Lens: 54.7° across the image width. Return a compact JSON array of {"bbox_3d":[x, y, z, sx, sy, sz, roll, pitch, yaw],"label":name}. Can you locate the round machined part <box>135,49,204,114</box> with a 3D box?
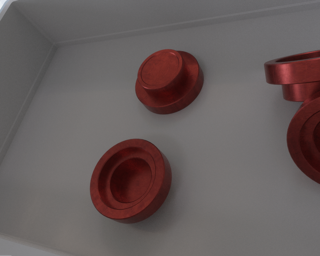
[{"bbox_3d":[0.008,-0.071,0.435,0.098,0.042,0.098,-13,56,21],"label":"round machined part"}]

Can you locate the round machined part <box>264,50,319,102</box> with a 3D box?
[{"bbox_3d":[0.162,-0.055,0.322,0.099,0.042,0.098,-12,13,3],"label":"round machined part"}]

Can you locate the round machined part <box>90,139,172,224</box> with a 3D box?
[{"bbox_3d":[-0.031,0.065,0.371,0.098,0.042,0.098,-13,56,21],"label":"round machined part"}]

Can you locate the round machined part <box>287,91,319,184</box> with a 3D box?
[{"bbox_3d":[0.170,0.007,0.278,0.098,0.097,0.042,11,32,32],"label":"round machined part"}]
